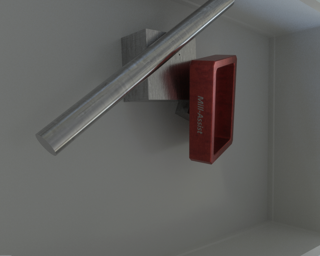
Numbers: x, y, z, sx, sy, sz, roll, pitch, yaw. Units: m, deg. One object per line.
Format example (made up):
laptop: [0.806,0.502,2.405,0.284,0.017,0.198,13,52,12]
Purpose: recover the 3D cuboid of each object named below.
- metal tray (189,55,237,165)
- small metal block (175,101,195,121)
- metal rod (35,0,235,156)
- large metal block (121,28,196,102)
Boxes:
metal tray: [0.072,-0.028,0.412,0.091,0.030,0.129,-29,122,-55]
small metal block: [0.054,-0.035,0.454,0.050,0.025,0.050,26,74,-37]
metal rod: [-0.005,-0.079,0.338,0.301,0.025,0.025,-45,118,-29]
large metal block: [0.000,-0.074,0.392,0.081,0.050,0.079,-4,93,-40]
